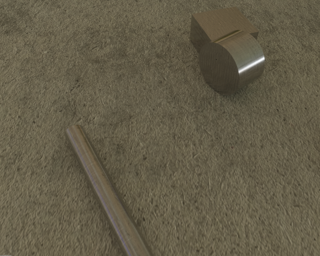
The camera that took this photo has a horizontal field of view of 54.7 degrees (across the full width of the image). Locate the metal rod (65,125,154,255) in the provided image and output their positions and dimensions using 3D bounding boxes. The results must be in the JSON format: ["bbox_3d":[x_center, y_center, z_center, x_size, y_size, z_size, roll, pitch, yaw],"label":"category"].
[{"bbox_3d":[-0.035,0.104,0.315,0.025,0.025,0.300,-24,54,-19],"label":"metal rod"}]

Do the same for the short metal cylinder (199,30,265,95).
[{"bbox_3d":[0.102,-0.094,0.447,0.050,0.080,0.080,-30,56,-23],"label":"short metal cylinder"}]

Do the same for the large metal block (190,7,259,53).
[{"bbox_3d":[0.104,-0.154,0.517,0.081,0.050,0.080,-14,52,-12],"label":"large metal block"}]
